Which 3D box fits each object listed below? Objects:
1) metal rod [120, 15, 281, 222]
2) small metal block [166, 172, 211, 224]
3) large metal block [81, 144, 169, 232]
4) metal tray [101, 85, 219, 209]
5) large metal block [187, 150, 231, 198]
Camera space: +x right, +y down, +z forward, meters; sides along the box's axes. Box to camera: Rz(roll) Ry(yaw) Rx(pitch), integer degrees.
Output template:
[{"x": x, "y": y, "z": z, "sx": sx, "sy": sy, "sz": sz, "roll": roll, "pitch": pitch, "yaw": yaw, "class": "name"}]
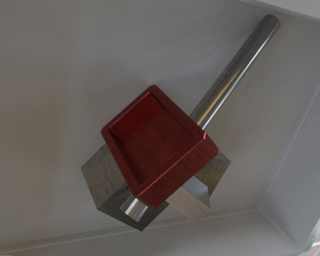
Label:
[{"x": 0.056, "y": -0.022, "z": 0.367, "sx": 0.300, "sy": 0.025, "sz": 0.025, "roll": -52, "pitch": 131, "yaw": -13, "class": "metal rod"}, {"x": 0.029, "y": 0.073, "z": 0.358, "sx": 0.050, "sy": 0.050, "sz": 0.025, "roll": 39, "pitch": 106, "yaw": -8, "class": "small metal block"}, {"x": -0.045, "y": 0.074, "z": 0.395, "sx": 0.050, "sy": 0.080, "sz": 0.080, "roll": -45, "pitch": 130, "yaw": 3, "class": "large metal block"}, {"x": -0.008, "y": 0.013, "z": 0.344, "sx": 0.090, "sy": 0.130, "sz": 0.030, "roll": -41, "pitch": 129, "yaw": 1, "class": "metal tray"}, {"x": 0.038, "y": 0.053, "z": 0.428, "sx": 0.050, "sy": 0.080, "sz": 0.080, "roll": 14, "pitch": 111, "yaw": -35, "class": "large metal block"}]
